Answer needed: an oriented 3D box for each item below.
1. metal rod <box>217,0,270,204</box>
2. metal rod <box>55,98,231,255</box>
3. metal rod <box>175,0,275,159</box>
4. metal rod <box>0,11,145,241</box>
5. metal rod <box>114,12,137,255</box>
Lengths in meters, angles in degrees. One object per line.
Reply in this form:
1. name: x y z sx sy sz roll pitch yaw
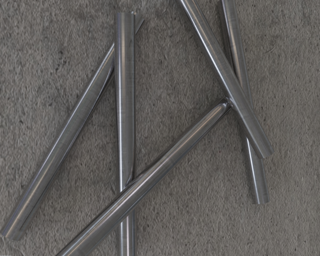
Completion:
1. metal rod: 0.123 -0.036 0.454 0.025 0.025 0.298 -13 94 -20
2. metal rod: -0.009 0.058 0.375 0.301 0.025 0.025 -42 104 -27
3. metal rod: 0.077 -0.094 0.422 0.025 0.025 0.299 -30 95 -17
4. metal rod: -0.098 -0.011 0.372 0.025 0.025 0.299 31 80 -18
5. metal rod: -0.042 0.016 0.378 0.025 0.025 0.298 -2 97 -20
